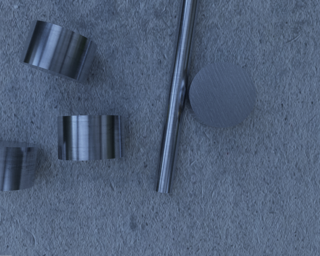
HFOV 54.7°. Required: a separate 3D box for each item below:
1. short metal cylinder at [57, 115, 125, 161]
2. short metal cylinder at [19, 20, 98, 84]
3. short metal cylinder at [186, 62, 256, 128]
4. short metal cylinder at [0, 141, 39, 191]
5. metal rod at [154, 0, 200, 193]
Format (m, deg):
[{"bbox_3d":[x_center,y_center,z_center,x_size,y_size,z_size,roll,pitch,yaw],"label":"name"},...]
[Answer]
[{"bbox_3d":[-0.084,0.011,0.382,0.081,0.080,0.050,-1,90,0],"label":"short metal cylinder"},{"bbox_3d":[-0.124,-0.091,0.381,0.080,0.080,0.050,18,90,0],"label":"short metal cylinder"},{"bbox_3d":[0.076,-0.040,0.398,0.081,0.050,0.079,0,90,0],"label":"short metal cylinder"},{"bbox_3d":[-0.195,0.043,0.381,0.080,0.080,0.050,6,90,0],"label":"short metal cylinder"},{"bbox_3d":[0.025,-0.065,0.409,0.025,0.025,0.298,8,90,0],"label":"metal rod"}]
